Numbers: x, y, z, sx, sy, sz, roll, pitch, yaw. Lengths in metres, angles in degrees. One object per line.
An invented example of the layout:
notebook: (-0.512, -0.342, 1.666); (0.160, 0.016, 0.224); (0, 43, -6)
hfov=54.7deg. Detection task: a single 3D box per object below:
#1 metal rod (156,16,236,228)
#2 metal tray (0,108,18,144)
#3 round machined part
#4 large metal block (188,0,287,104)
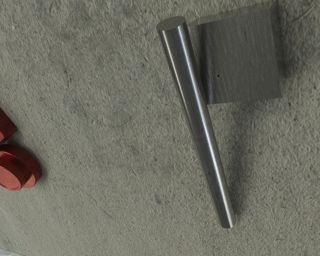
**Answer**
metal rod: (0.052, 0.023, 0.346); (0.025, 0.025, 0.299); (2, 134, 27)
metal tray: (-0.332, -0.001, 0.578); (0.130, 0.030, 0.090); (-30, 102, 37)
round machined part: (-0.278, 0.080, 0.582); (0.098, 0.042, 0.097); (11, 131, 13)
large metal block: (0.076, -0.072, 0.306); (0.080, 0.050, 0.080); (-3, 117, 30)
